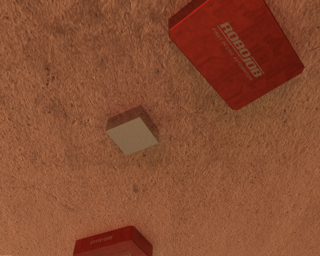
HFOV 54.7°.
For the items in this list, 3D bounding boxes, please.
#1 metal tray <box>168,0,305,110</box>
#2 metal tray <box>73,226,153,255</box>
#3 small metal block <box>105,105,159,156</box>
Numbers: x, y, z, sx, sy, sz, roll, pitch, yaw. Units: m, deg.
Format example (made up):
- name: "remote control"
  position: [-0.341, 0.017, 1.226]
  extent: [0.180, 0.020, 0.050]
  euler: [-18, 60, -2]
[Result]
- name: "metal tray"
  position: [0.082, -0.087, 0.331]
  extent: [0.090, 0.030, 0.130]
  euler: [-33, 123, 24]
- name: "metal tray"
  position: [-0.091, 0.242, 0.609]
  extent: [0.130, 0.030, 0.090]
  euler: [-20, 128, 16]
- name: "small metal block"
  position: [-0.035, 0.004, 0.410]
  extent: [0.050, 0.025, 0.050]
  euler: [-22, 127, 17]
